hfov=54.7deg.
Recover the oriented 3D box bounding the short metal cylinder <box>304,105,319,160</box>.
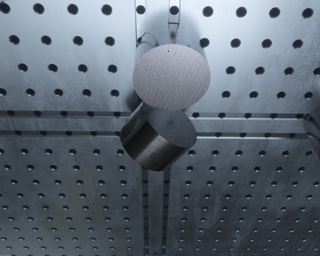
[{"bbox_3d":[0.238,0.007,0.403,0.081,0.050,0.079,0,130,0],"label":"short metal cylinder"}]

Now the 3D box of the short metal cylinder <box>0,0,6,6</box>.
[{"bbox_3d":[-0.179,-0.139,0.275,0.081,0.050,0.079,0,131,0],"label":"short metal cylinder"}]

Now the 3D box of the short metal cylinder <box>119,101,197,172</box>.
[{"bbox_3d":[-0.002,0.006,0.381,0.080,0.080,0.050,29,124,-23],"label":"short metal cylinder"}]

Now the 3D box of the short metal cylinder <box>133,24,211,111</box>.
[{"bbox_3d":[0.012,-0.066,0.339,0.081,0.050,0.079,0,130,0],"label":"short metal cylinder"}]
